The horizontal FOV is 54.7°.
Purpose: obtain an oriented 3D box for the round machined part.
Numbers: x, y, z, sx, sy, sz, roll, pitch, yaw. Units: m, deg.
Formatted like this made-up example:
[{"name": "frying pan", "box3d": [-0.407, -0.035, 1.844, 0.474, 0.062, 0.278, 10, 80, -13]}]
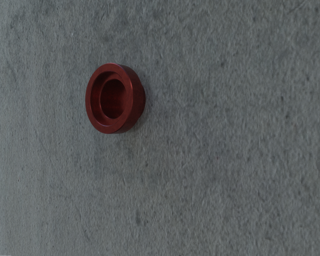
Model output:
[{"name": "round machined part", "box3d": [-0.059, -0.040, 0.440, 0.098, 0.042, 0.097, 0, 90, 39]}]
